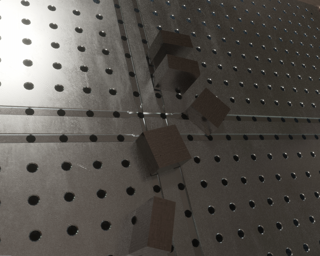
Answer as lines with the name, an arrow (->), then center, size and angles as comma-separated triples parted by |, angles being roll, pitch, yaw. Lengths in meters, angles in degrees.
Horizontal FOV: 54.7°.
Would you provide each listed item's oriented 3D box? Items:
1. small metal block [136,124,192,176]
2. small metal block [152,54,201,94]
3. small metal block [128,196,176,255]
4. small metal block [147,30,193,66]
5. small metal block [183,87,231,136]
small metal block -> 0.004, 0.027, 0.396 | 0.050, 0.025, 0.050 | -13, 69, -34
small metal block -> 0.023, -0.078, 0.454 | 0.050, 0.050, 0.025 | 7, 59, -25
small metal block -> -0.008, 0.105, 0.325 | 0.025, 0.050, 0.050 | 20, 54, -17
small metal block -> 0.015, -0.119, 0.475 | 0.050, 0.050, 0.025 | 2, 61, -28
small metal block -> 0.071, -0.025, 0.463 | 0.050, 0.025, 0.050 | 41, 51, 0
